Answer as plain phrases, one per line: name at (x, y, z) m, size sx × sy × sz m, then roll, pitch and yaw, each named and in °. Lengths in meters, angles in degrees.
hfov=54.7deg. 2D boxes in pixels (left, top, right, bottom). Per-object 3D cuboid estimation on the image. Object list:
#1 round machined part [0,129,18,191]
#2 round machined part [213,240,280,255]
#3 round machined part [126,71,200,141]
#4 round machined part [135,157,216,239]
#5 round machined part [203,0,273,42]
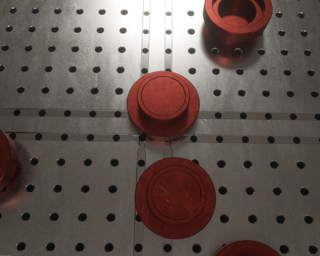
round machined part at (-0.226, 0.044, 0.384) m, size 0.099 × 0.042 × 0.098 m, roll 0°, pitch 70°, yaw -1°
round machined part at (0.101, 0.175, 0.340) m, size 0.099 × 0.042 × 0.098 m, roll 0°, pitch 70°, yaw -1°
round machined part at (0.004, -0.035, 0.416) m, size 0.099 × 0.042 × 0.098 m, roll 0°, pitch 70°, yaw -1°
round machined part at (0.019, 0.082, 0.373) m, size 0.099 × 0.042 × 0.098 m, roll 0°, pitch 70°, yaw 0°
round machined part at (0.113, -0.170, 0.466) m, size 0.099 × 0.042 × 0.098 m, roll 0°, pitch 70°, yaw -1°
